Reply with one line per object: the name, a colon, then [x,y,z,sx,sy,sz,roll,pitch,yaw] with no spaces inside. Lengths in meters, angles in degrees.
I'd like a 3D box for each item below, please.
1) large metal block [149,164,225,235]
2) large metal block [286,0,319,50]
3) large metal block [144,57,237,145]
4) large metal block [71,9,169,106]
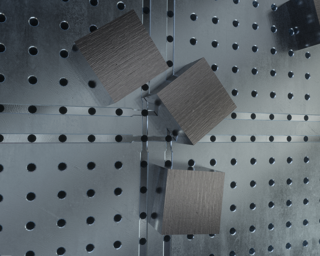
large metal block: [0.035,0.093,0.412,0.081,0.050,0.080,6,88,-20]
large metal block: [0.260,-0.178,0.494,0.081,0.050,0.080,-20,97,-19]
large metal block: [0.041,-0.034,0.414,0.080,0.050,0.080,-40,103,-16]
large metal block: [-0.050,-0.084,0.381,0.080,0.050,0.080,-36,102,-16]
